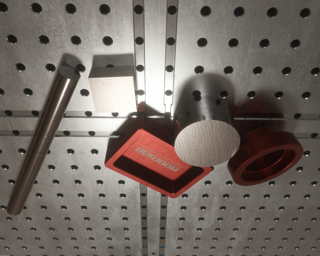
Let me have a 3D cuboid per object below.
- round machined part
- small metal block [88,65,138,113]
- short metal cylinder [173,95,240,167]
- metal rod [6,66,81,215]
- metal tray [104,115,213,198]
[{"bbox_3d":[0.137,0.035,0.420,0.099,0.042,0.097,-13,143,-10],"label":"round machined part"},{"bbox_3d":[-0.054,-0.046,0.372,0.050,0.025,0.050,-2,130,1],"label":"small metal block"},{"bbox_3d":[0.058,0.005,0.400,0.081,0.050,0.079,0,130,0],"label":"short metal cylinder"},{"bbox_3d":[-0.175,0.037,0.440,0.025,0.025,0.298,22,127,-18],"label":"metal rod"},{"bbox_3d":[-0.001,0.046,0.447,0.131,0.030,0.090,30,124,-24],"label":"metal tray"}]
